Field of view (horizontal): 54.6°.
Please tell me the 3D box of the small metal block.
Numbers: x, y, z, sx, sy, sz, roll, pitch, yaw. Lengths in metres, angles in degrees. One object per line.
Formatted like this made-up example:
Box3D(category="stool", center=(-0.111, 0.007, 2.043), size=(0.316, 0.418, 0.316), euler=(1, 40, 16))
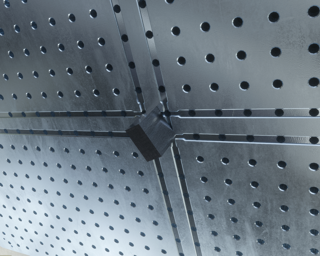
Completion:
Box3D(category="small metal block", center=(-0.010, 0.007, 0.405), size=(0.025, 0.050, 0.050), euler=(-25, 105, 37))
